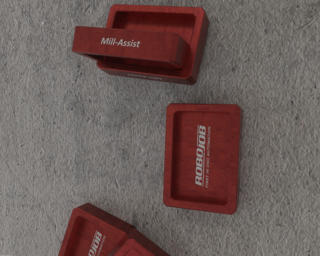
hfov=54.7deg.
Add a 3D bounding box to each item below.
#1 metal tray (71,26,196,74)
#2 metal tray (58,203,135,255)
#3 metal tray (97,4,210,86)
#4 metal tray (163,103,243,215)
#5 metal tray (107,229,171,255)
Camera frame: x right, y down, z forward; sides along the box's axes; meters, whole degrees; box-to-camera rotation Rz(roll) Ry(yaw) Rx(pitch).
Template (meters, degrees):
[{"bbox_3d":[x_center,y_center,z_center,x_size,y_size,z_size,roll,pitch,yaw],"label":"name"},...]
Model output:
[{"bbox_3d":[-0.029,-0.094,0.384,0.130,0.090,0.030,10,93,19],"label":"metal tray"},{"bbox_3d":[-0.097,0.185,0.440,0.090,0.030,0.129,21,97,18],"label":"metal tray"},{"bbox_3d":[-0.010,-0.109,0.401,0.130,0.030,0.090,11,85,20],"label":"metal tray"},{"bbox_3d":[0.053,0.035,0.387,0.090,0.030,0.129,2,91,20],"label":"metal tray"},{"bbox_3d":[-0.043,0.207,0.397,0.090,0.030,0.130,40,95,-5],"label":"metal tray"}]
